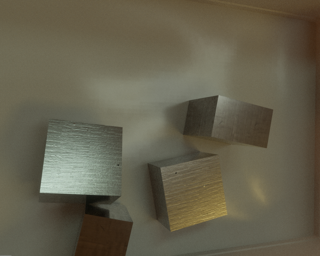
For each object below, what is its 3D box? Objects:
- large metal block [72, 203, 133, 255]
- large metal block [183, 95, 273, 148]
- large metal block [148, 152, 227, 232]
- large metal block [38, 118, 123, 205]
[{"bbox_3d":[-0.069,0.132,0.353,0.050,0.080,0.080,14,86,-12],"label":"large metal block"},{"bbox_3d":[0.088,-0.007,0.413,0.081,0.080,0.050,12,86,-20],"label":"large metal block"},{"bbox_3d":[0.036,0.080,0.410,0.081,0.050,0.080,-10,94,-20],"label":"large metal block"},{"bbox_3d":[-0.089,0.040,0.350,0.081,0.050,0.080,7,64,-20],"label":"large metal block"}]
